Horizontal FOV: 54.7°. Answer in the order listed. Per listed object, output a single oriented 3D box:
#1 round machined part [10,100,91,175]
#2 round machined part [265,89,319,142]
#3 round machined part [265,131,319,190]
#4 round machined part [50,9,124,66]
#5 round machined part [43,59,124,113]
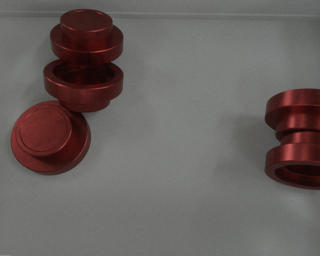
[{"bbox_3d":[-0.142,0.009,0.396,0.099,0.042,0.098,0,70,0],"label":"round machined part"},{"bbox_3d":[0.178,-0.005,0.374,0.098,0.098,0.042,13,71,4],"label":"round machined part"},{"bbox_3d":[0.175,0.037,0.359,0.098,0.098,0.042,12,67,4],"label":"round machined part"},{"bbox_3d":[-0.100,-0.130,0.426,0.099,0.042,0.098,5,43,-4],"label":"round machined part"},{"bbox_3d":[-0.098,-0.055,0.403,0.099,0.042,0.098,7,33,-4],"label":"round machined part"}]
